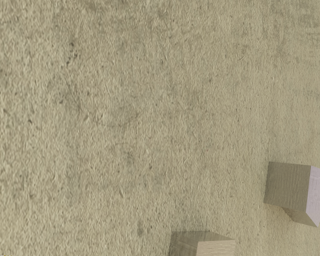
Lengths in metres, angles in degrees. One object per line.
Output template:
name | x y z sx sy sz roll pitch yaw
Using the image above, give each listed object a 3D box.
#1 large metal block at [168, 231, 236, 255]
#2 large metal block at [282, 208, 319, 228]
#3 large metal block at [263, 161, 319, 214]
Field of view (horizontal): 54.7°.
large metal block | 0.057 0.193 0.436 0.081 0.050 0.080 15 81 -39
large metal block | 0.296 0.145 0.637 0.080 0.050 0.080 45 63 -31
large metal block | 0.247 0.109 0.576 0.050 0.080 0.080 18 79 -39
